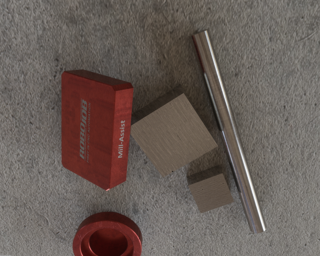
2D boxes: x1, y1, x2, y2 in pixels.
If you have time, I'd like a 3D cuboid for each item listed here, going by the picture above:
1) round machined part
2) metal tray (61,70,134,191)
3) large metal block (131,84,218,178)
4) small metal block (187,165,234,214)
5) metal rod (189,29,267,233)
[{"bbox_3d":[-0.075,0.165,0.461,0.099,0.042,0.097,0,110,0],"label":"round machined part"},{"bbox_3d":[-0.081,0.001,0.381,0.090,0.030,0.129,20,114,32],"label":"metal tray"},{"bbox_3d":[0.015,0.003,0.398,0.080,0.050,0.080,-32,107,11],"label":"large metal block"},{"bbox_3d":[0.072,0.087,0.443,0.050,0.025,0.050,-22,109,7],"label":"small metal block"},{"bbox_3d":[0.097,0.018,0.417,0.025,0.025,0.299,-19,109,7],"label":"metal rod"}]
